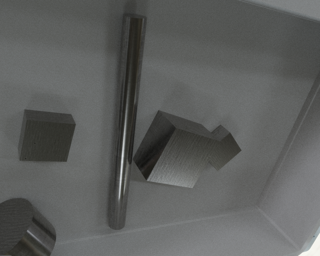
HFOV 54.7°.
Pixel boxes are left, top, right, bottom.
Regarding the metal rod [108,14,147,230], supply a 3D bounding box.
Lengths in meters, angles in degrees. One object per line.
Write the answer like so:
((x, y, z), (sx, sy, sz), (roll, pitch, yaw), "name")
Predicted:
((-0.045, 0.013, 0.393), (0.025, 0.025, 0.298), (-6, 121, -26), "metal rod")

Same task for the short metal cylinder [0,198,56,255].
((-0.171, 0.130, 0.361), (0.080, 0.080, 0.050), (-30, 129, -10), "short metal cylinder")

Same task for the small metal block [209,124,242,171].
((0.092, 0.031, 0.481), (0.050, 0.025, 0.050), (-41, 130, -1), "small metal block")

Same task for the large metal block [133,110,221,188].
((0.022, 0.031, 0.425), (0.081, 0.050, 0.080), (17, 110, -35), "large metal block")

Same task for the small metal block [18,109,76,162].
((-0.127, 0.010, 0.346), (0.050, 0.025, 0.050), (6, 116, -31), "small metal block")
